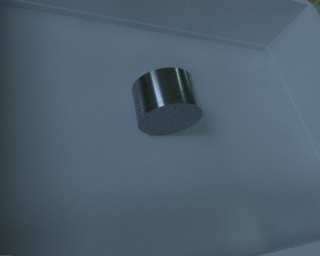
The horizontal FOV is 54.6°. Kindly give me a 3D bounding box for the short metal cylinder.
[{"bbox_3d":[0.008,-0.031,0.389,0.081,0.080,0.050,2,61,-27],"label":"short metal cylinder"}]
